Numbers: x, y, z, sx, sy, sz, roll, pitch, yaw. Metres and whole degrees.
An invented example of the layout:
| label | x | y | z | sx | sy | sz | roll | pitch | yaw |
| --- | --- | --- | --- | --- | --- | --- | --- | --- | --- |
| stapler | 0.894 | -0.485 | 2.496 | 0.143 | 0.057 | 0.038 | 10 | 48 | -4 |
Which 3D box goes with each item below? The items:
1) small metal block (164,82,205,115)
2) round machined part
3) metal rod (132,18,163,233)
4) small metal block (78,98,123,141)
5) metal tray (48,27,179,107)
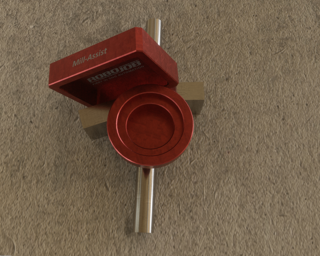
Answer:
| label | x | y | z | sx | sy | sz | roll | pitch | yaw |
| --- | --- | --- | --- | --- | --- | --- | --- | --- | --- |
| small metal block | 0.030 | -0.038 | 0.410 | 0.050 | 0.050 | 0.025 | -1 | 70 | -1 |
| round machined part | -0.011 | 0.000 | 0.371 | 0.099 | 0.042 | 0.098 | 1 | 73 | -2 |
| metal rod | -0.014 | -0.017 | 0.415 | 0.025 | 0.025 | 0.299 | 2 | 70 | 0 |
| small metal block | -0.072 | -0.010 | 0.399 | 0.050 | 0.050 | 0.025 | -18 | 71 | -7 |
| metal tray | -0.055 | -0.064 | 0.373 | 0.130 | 0.090 | 0.030 | -15 | 67 | 26 |
